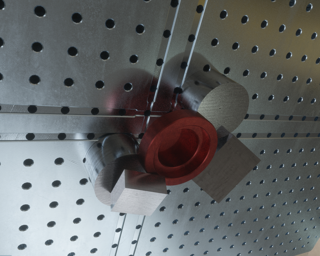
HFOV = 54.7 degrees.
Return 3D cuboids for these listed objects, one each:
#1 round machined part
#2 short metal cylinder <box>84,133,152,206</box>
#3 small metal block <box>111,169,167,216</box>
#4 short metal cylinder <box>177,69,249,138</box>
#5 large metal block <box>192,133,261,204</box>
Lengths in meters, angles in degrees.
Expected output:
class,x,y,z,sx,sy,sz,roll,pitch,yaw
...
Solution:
class,x,y,z,sx,sy,sz,roll,pitch,yaw
round machined part,0.019,0.020,0.385,0.099,0.042,0.097,-14,124,-21
short metal cylinder,-0.051,0.054,0.400,0.081,0.050,0.079,-14,124,-21
small metal block,-0.026,0.077,0.364,0.050,0.025,0.050,13,132,-21
short metal cylinder,0.070,-0.032,0.413,0.081,0.050,0.079,-14,124,-21
large metal block,0.086,0.050,0.445,0.050,0.080,0.080,43,95,-5
